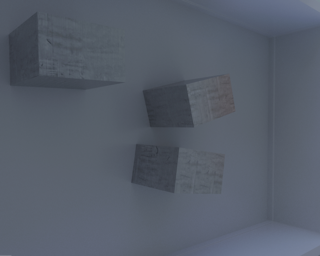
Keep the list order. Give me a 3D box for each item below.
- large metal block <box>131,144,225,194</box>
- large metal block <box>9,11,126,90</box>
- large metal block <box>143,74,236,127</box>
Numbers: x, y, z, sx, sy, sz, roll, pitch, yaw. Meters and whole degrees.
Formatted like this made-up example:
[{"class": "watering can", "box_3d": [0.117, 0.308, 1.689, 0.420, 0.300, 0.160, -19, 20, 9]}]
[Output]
[{"class": "large metal block", "box_3d": [0.023, 0.051, 0.392, 0.081, 0.080, 0.050, 11, 83, -40]}, {"class": "large metal block", "box_3d": [-0.090, -0.067, 0.297, 0.081, 0.080, 0.050, -2, 92, -40]}, {"class": "large metal block", "box_3d": [0.038, -0.035, 0.405, 0.081, 0.080, 0.050, -20, 103, -39]}]
